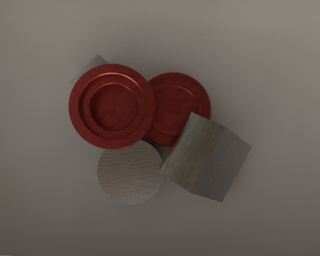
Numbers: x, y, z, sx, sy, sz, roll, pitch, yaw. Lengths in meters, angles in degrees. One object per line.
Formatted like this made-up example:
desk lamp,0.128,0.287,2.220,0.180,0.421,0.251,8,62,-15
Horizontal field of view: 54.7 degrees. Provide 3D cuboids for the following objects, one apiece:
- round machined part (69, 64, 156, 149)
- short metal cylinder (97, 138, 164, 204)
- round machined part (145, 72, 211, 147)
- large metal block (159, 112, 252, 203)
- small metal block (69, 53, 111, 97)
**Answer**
round machined part,-0.054,-0.025,0.371,0.099,0.042,0.097,0,90,-1
short metal cylinder,-0.035,0.052,0.397,0.081,0.050,0.079,0,90,-1
round machined part,0.017,-0.024,0.400,0.099,0.042,0.097,0,90,-1
large metal block,0.058,0.038,0.376,0.050,0.080,0.080,28,89,40
small metal block,-0.083,-0.063,0.396,0.025,0.050,0.050,44,90,-1
